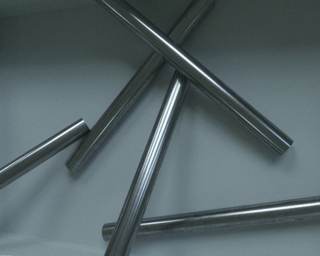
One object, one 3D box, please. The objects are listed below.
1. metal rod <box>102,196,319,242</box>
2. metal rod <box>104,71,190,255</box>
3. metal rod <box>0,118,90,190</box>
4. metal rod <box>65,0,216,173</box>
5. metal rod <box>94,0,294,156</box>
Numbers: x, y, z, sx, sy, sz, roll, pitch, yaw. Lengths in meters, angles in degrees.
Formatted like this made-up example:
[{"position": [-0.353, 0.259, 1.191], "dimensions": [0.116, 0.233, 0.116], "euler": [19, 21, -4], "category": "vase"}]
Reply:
[{"position": [0.063, 0.115, 0.387], "dimensions": [0.301, 0.025, 0.025], "euler": [-13, 86, 19], "category": "metal rod"}, {"position": [-0.018, 0.062, 0.350], "dimensions": [0.025, 0.025, 0.300], "euler": [13, 69, 19], "category": "metal rod"}, {"position": [-0.229, 0.078, 0.418], "dimensions": [0.301, 0.025, 0.025], "euler": [-34, 78, -12], "category": "metal rod"}, {"position": [-0.034, -0.054, 0.422], "dimensions": [0.025, 0.025, 0.299], "euler": [44, 103, 14], "category": "metal rod"}, {"position": [0.034, -0.075, 0.376], "dimensions": [0.300, 0.025, 0.025], "euler": [41, 103, 7], "category": "metal rod"}]
